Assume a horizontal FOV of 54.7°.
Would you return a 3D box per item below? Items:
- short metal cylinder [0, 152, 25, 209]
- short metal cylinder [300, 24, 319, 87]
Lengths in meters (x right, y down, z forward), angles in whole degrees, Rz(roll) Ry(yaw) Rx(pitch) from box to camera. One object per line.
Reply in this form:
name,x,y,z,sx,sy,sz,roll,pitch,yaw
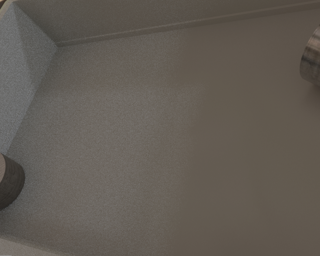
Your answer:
short metal cylinder,-0.254,0.077,0.464,0.080,0.050,0.080,-4,62,9
short metal cylinder,0.191,-0.075,0.316,0.080,0.080,0.050,-45,51,-3
